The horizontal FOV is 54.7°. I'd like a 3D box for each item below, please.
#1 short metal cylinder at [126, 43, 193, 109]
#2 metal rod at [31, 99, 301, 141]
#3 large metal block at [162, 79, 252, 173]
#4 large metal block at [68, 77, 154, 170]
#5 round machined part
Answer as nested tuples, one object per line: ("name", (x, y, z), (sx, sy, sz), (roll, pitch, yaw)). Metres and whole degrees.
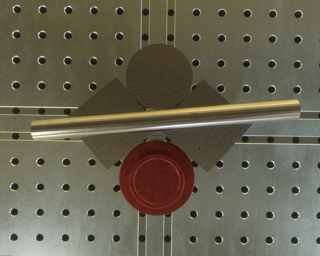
("short metal cylinder", (-0.001, -0.062, 0.397), (0.081, 0.050, 0.079), (0, 90, 0))
("metal rod", (0.006, -0.009, 0.358), (0.302, 0.025, 0.025), (-5, 90, 0))
("large metal block", (0.055, -0.003, 0.395), (0.080, 0.050, 0.080), (42, 91, 0))
("large metal block", (-0.058, -0.006, 0.396), (0.080, 0.050, 0.080), (-39, 92, 0))
("round machined part", (-0.004, 0.065, 0.401), (0.099, 0.042, 0.097), (0, 90, 0))
